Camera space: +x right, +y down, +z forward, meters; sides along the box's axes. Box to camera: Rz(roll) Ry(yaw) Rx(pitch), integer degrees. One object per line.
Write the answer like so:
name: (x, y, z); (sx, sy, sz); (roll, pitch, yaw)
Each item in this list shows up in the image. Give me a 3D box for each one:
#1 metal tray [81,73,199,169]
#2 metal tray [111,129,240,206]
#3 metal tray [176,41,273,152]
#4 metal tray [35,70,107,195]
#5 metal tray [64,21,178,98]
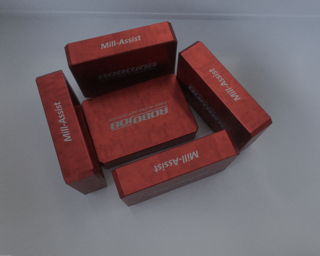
metal tray: (-0.027, -0.011, 0.408); (0.131, 0.030, 0.090); (-19, 71, -7)
metal tray: (0.017, 0.049, 0.355); (0.131, 0.090, 0.030); (-19, 72, -7)
metal tray: (0.072, -0.034, 0.387); (0.030, 0.090, 0.130); (-35, 74, -11)
metal tray: (-0.103, 0.008, 0.369); (0.030, 0.090, 0.130); (-20, 72, -7)
metal tray: (-0.046, -0.085, 0.404); (0.131, 0.090, 0.030); (-15, 71, -6)
